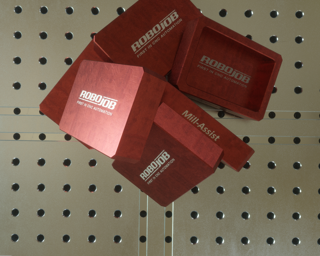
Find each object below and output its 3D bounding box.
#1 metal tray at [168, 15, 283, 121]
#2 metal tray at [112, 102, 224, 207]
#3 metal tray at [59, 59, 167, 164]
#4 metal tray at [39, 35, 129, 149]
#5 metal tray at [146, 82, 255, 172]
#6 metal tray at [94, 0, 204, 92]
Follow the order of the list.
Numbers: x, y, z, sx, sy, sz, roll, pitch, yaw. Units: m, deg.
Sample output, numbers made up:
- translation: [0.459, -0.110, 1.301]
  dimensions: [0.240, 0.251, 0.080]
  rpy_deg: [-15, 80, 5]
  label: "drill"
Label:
- translation: [0.083, -0.070, 0.387]
  dimensions: [0.131, 0.030, 0.090]
  rpy_deg: [18, 90, -23]
  label: "metal tray"
- translation: [0.003, 0.038, 0.365]
  dimensions: [0.090, 0.129, 0.030]
  rpy_deg: [38, 51, 0]
  label: "metal tray"
- translation: [-0.058, -0.024, 0.337]
  dimensions: [0.030, 0.130, 0.090]
  rpy_deg: [19, 90, -42]
  label: "metal tray"
- translation: [-0.081, -0.048, 0.410]
  dimensions: [0.090, 0.030, 0.130]
  rpy_deg: [39, 90, -1]
  label: "metal tray"
- translation: [0.044, -0.003, 0.380]
  dimensions: [0.130, 0.090, 0.030]
  rpy_deg: [38, 90, 0]
  label: "metal tray"
- translation: [-0.007, -0.114, 0.392]
  dimensions: [0.130, 0.030, 0.090]
  rpy_deg: [-44, 93, -14]
  label: "metal tray"
